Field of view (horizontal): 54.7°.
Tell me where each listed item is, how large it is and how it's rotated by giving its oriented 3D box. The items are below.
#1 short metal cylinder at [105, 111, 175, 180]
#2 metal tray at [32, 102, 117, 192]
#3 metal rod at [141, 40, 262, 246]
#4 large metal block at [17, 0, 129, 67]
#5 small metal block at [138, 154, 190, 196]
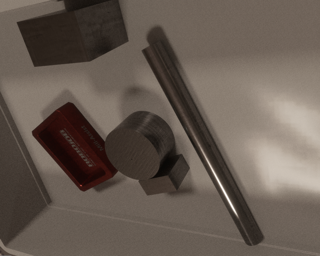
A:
[{"bbox_3d":[-0.027,0.023,0.420,0.080,0.050,0.079,13,124,20],"label":"short metal cylinder"},{"bbox_3d":[-0.133,0.033,0.493,0.090,0.030,0.130,-30,102,37],"label":"metal tray"},{"bbox_3d":[0.060,0.031,0.394,0.025,0.025,0.299,-18,109,35],"label":"metal rod"},{"bbox_3d":[-0.096,-0.109,0.354,0.080,0.080,0.050,1,119,27],"label":"large metal block"},{"bbox_3d":[0.007,0.064,0.428,0.050,0.050,0.025,-18,110,34],"label":"small metal block"}]
